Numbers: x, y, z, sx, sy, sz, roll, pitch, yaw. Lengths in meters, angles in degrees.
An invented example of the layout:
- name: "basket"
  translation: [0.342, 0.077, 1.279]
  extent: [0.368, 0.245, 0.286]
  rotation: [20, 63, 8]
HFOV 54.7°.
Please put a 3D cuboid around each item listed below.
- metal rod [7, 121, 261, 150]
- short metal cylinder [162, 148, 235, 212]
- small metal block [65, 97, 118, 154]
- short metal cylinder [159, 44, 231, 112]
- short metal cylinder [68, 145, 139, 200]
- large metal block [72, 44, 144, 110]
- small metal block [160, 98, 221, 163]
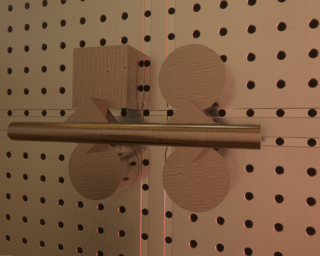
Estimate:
- name: "metal rod"
  translation: [-0.045, 0.006, 0.348]
  extent: [0.301, 0.025, 0.025]
  rotation: [1, 90, 19]
- name: "short metal cylinder"
  translation: [0.049, 0.058, 0.382]
  extent: [0.080, 0.050, 0.080]
  rotation: [0, 90, 20]
- name: "small metal block"
  translation: [-0.084, -0.003, 0.390]
  extent: [0.050, 0.025, 0.050]
  rotation: [-42, 77, 15]
- name: "short metal cylinder"
  translation: [0.045, -0.058, 0.384]
  extent: [0.080, 0.050, 0.080]
  rotation: [0, 90, 20]
- name: "short metal cylinder"
  translation: [-0.077, 0.054, 0.425]
  extent: [0.080, 0.050, 0.080]
  rotation: [0, 90, 20]
- name: "large metal block"
  translation: [-0.070, -0.066, 0.423]
  extent: [0.080, 0.050, 0.080]
  rotation: [1, 91, 20]
- name: "small metal block"
  translation: [0.035, 0.003, 0.347]
  extent: [0.050, 0.025, 0.050]
  rotation: [42, 103, 15]
